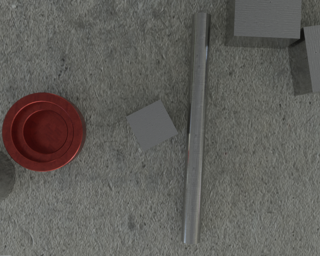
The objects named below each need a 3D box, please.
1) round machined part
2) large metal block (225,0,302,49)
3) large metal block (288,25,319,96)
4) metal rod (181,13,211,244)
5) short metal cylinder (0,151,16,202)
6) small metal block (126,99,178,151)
[{"bbox_3d":[-0.144,0.005,0.400,0.099,0.042,0.097,0,90,-1],"label":"round machined part"},{"bbox_3d":[0.131,-0.150,0.399,0.081,0.050,0.079,2,90,-1],"label":"large metal block"},{"bbox_3d":[0.219,-0.089,0.400,0.081,0.050,0.080,-8,90,-1],"label":"large metal block"},{"bbox_3d":[0.048,0.000,0.410,0.025,0.025,0.298,3,90,-1],"label":"metal rod"},{"bbox_3d":[-0.236,0.066,0.394,0.081,0.050,0.079,0,90,-1],"label":"short metal cylinder"},{"bbox_3d":[-0.010,-0.004,0.410,0.050,0.025,0.050,-27,90,-1],"label":"small metal block"}]
